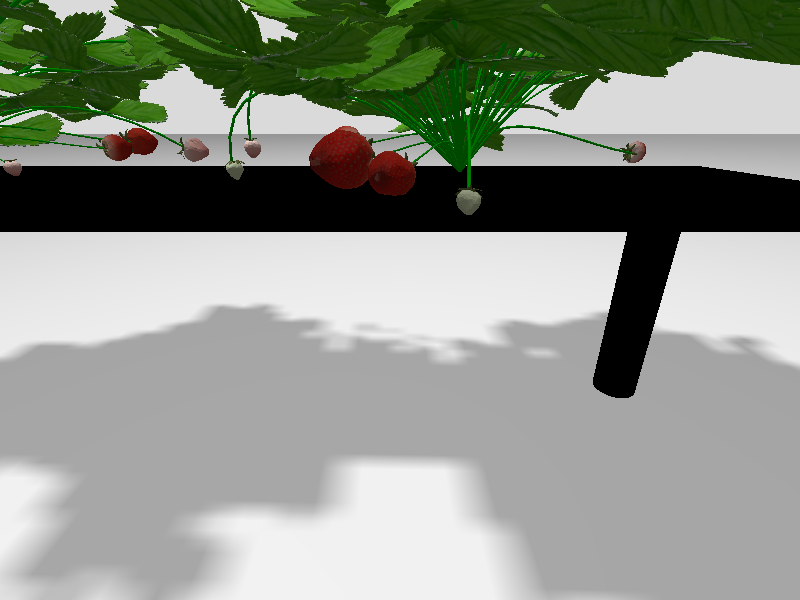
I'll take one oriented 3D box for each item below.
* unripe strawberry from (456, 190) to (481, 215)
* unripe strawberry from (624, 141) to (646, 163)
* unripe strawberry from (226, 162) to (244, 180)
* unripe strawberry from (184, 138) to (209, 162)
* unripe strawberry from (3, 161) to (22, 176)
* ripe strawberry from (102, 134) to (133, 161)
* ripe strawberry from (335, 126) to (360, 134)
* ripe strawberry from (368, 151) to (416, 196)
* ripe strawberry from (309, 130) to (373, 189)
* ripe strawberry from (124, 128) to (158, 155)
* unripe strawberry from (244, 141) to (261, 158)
[{"bbox_3d":[0.031,-0.043,0.179,0.011,0.011,0.010,3,-19,6],"label":"unripe strawberry"},{"bbox_3d":[0.235,-0.146,0.397,0.020,0.021,0.018,-9,25,-20],"label":"unripe strawberry"},{"bbox_3d":[-0.114,-0.089,0.276,0.011,0.012,0.011,-9,25,-19],"label":"unripe strawberry"},{"bbox_3d":[-0.207,-0.153,0.408,0.024,0.023,0.026,1,21,-26],"label":"unripe strawberry"},{"bbox_3d":[-0.312,-0.106,0.323,0.011,0.011,0.011,3,24,7],"label":"unripe strawberry"},{"bbox_3d":[-0.313,-0.169,0.445,0.026,0.027,0.028,16,28,31],"label":"ripe strawberry"},{"bbox_3d":[-0.060,-0.169,0.434,0.035,0.037,0.037,-21,31,-39],"label":"ripe strawberry"},{"bbox_3d":[-0.006,-0.068,0.216,0.027,0.023,0.027,10,26,22],"label":"ripe strawberry"},{"bbox_3d":[-0.036,-0.082,0.235,0.037,0.033,0.034,19,31,36],"label":"ripe strawberry"},{"bbox_3d":[-0.319,-0.196,0.494,0.036,0.031,0.036,10,25,22],"label":"ripe strawberry"},{"bbox_3d":[-0.177,-0.181,0.480,0.019,0.020,0.018,16,29,32],"label":"unripe strawberry"}]
